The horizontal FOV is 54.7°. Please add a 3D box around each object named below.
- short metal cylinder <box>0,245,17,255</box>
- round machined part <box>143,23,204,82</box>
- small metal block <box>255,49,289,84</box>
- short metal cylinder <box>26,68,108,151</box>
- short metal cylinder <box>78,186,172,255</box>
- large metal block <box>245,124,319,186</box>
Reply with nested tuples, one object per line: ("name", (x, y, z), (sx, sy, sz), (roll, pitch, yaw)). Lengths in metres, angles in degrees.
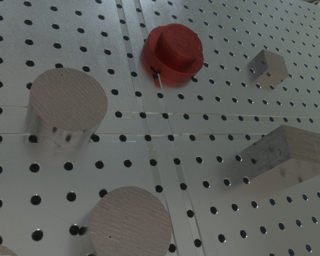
("short metal cylinder", (-0.144, 0.132, 0.234), (0.081, 0.050, 0.080), (14, 56, -21))
("round machined part", (0.027, -0.125, 0.488), (0.099, 0.042, 0.098), (14, 56, -21))
("small metal block", (0.214, -0.118, 0.595), (0.050, 0.025, 0.050), (13, 57, -21))
("short metal cylinder", (-0.105, -0.020, 0.348), (0.081, 0.050, 0.080), (14, 56, -21))
("short metal cylinder", (-0.035, 0.105, 0.309), (0.081, 0.050, 0.080), (14, 56, -21))
("large metal block", (0.184, 0.043, 0.445), (0.081, 0.080, 0.050), (12, 57, -22))
